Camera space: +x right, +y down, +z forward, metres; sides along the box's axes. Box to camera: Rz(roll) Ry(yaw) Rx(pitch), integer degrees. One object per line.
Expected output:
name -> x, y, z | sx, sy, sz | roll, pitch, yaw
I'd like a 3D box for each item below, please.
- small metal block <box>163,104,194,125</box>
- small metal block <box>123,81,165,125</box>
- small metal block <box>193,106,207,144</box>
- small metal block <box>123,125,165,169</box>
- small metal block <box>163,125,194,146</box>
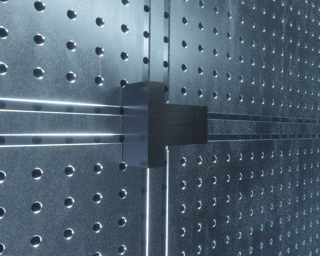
small metal block -> 0.009, -0.017, 0.401 | 0.050, 0.050, 0.025 | 0, 91, -40
small metal block -> -0.020, -0.029, 0.377 | 0.025, 0.050, 0.050 | 0, 90, -40
small metal block -> 0.038, -0.004, 0.426 | 0.025, 0.050, 0.050 | 0, 90, -40
small metal block -> -0.020, 0.021, 0.377 | 0.025, 0.050, 0.050 | 0, 90, -40
small metal block -> 0.009, 0.009, 0.401 | 0.050, 0.050, 0.025 | 0, 91, -40
